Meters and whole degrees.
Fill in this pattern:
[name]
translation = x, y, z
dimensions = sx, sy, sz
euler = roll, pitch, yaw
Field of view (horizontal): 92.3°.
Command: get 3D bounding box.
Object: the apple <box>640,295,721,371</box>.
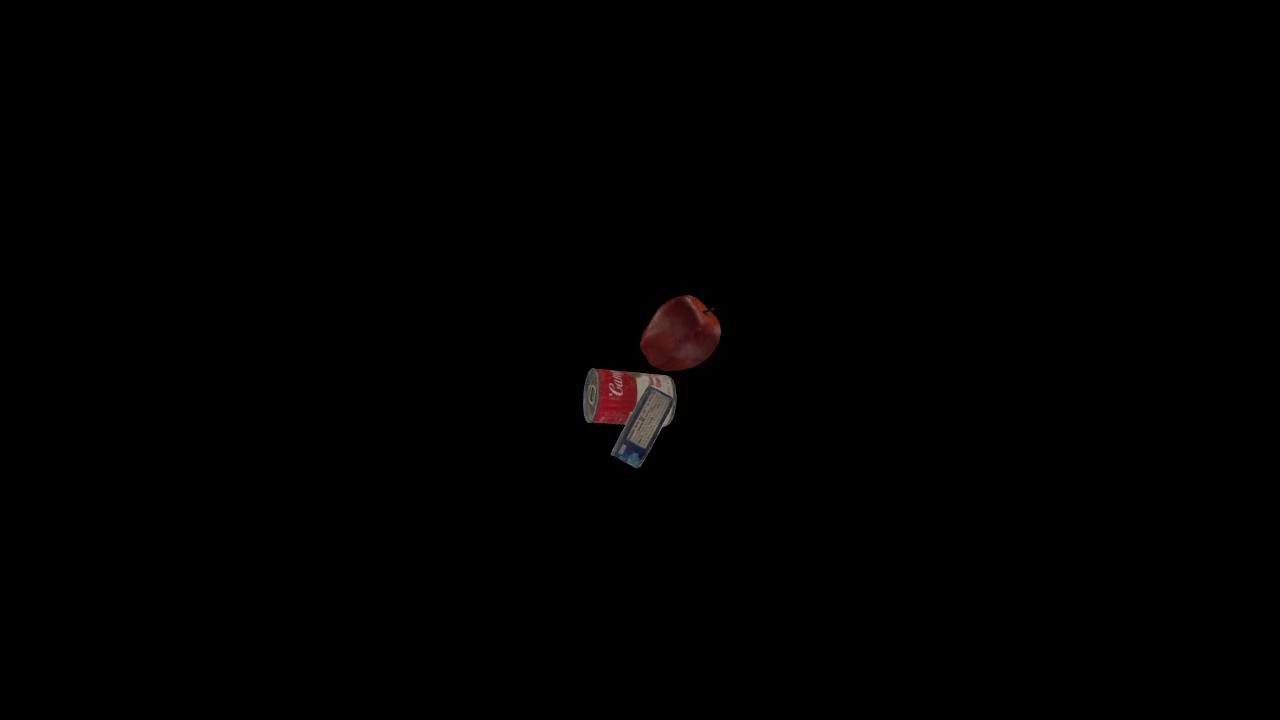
[apple]
translation = 0.046, -0.029, 0.686
dimensions = 0.093, 0.079, 0.079
euler = -41, -16, 20

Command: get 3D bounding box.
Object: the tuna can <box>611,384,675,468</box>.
[tuna can]
translation = 0.004, 0.069, 0.639
dimensions = 0.034, 0.084, 0.084
euler = 29, 2, 3

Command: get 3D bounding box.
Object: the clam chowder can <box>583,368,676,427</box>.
[clam chowder can]
translation = -0.013, 0.048, 0.764
dimensions = 0.102, 0.068, 0.068
euler = 6, -2, -19
